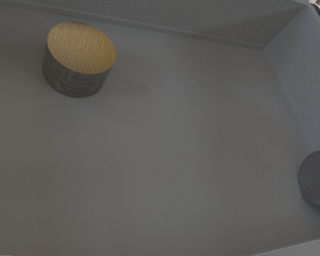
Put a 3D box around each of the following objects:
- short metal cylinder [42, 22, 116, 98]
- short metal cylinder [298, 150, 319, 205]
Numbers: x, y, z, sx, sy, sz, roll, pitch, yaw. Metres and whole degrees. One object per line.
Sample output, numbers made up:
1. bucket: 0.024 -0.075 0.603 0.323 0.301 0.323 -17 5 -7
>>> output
1. short metal cylinder: -0.102 -0.085 0.386 0.081 0.050 0.080 14 56 -21
2. short metal cylinder: 0.256 0.077 0.461 0.050 0.080 0.080 13 57 -21
